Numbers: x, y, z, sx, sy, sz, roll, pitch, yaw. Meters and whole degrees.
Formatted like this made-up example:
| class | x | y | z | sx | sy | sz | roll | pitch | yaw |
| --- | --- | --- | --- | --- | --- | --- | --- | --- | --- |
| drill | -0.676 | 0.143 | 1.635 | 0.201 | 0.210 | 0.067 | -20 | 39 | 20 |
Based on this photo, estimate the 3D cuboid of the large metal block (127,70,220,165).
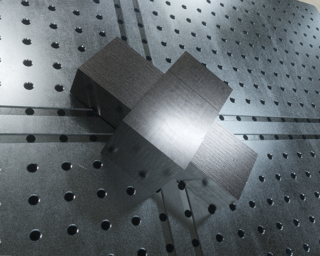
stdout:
| class | x | y | z | sx | sy | sz | roll | pitch | yaw |
| --- | --- | --- | --- | --- | --- | --- | --- | --- | --- |
| large metal block | 0.012 | -0.011 | 0.388 | 0.080 | 0.080 | 0.050 | 39 | 51 | -2 |

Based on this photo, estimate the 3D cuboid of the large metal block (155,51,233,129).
| class | x | y | z | sx | sy | sz | roll | pitch | yaw |
| --- | --- | --- | --- | --- | --- | --- | --- | --- | --- |
| large metal block | 0.036 | -0.042 | 0.420 | 0.080 | 0.080 | 0.050 | 39 | 51 | -2 |

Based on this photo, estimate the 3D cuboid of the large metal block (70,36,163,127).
| class | x | y | z | sx | sy | sz | roll | pitch | yaw |
| --- | --- | --- | --- | --- | --- | --- | --- | --- | --- |
| large metal block | -0.053 | -0.057 | 0.396 | 0.080 | 0.050 | 0.080 | 38 | 52 | -3 |

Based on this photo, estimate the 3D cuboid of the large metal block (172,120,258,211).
| class | x | y | z | sx | sy | sz | roll | pitch | yaw |
| --- | --- | --- | --- | --- | --- | --- | --- | --- | --- |
| large metal block | 0.070 | 0.046 | 0.403 | 0.080 | 0.050 | 0.080 | 39 | 52 | -2 |

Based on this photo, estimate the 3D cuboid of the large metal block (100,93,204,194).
| class | x | y | z | sx | sy | sz | roll | pitch | yaw |
| --- | --- | --- | --- | --- | --- | --- | --- | --- | --- |
| large metal block | -0.011 | 0.021 | 0.356 | 0.080 | 0.080 | 0.050 | 39 | 51 | -2 |
